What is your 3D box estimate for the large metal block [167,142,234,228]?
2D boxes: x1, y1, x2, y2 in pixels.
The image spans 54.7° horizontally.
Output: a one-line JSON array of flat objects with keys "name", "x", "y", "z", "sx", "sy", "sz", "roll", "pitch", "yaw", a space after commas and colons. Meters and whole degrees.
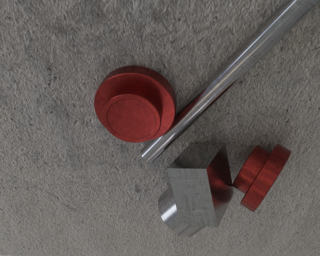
[{"name": "large metal block", "x": 0.057, "y": 0.071, "z": 0.408, "sx": 0.050, "sy": 0.080, "sz": 0.079, "roll": -4, "pitch": 109, "yaw": 29}]

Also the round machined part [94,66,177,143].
[{"name": "round machined part", "x": -0.031, "y": -0.021, "z": 0.370, "sx": 0.099, "sy": 0.042, "sz": 0.097, "roll": 3, "pitch": 126, "yaw": 5}]

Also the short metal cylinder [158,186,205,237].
[{"name": "short metal cylinder", "x": 0.045, "y": 0.116, "z": 0.469, "sx": 0.080, "sy": 0.080, "sz": 0.050, "roll": 26, "pitch": 127, "yaw": -21}]

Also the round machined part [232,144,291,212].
[{"name": "round machined part", "x": 0.135, "y": 0.063, "z": 0.427, "sx": 0.042, "sy": 0.099, "sz": 0.097, "roll": 32, "pitch": 132, "yaw": 19}]

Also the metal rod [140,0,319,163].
[{"name": "metal rod", "x": 0.071, "y": -0.053, "z": 0.362, "sx": 0.025, "sy": 0.025, "sz": 0.299, "roll": 29, "pitch": 124, "yaw": -23}]
